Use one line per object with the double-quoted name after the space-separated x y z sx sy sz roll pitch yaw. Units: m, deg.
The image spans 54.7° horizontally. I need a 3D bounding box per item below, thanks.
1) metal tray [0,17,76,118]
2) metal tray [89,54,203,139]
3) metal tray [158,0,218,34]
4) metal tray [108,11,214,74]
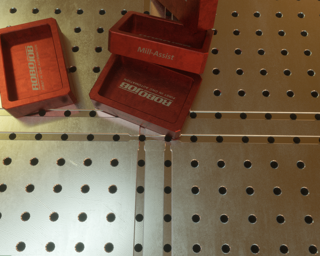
-0.178 -0.088 0.438 0.091 0.030 0.130 -15 71 -6 "metal tray"
-0.018 -0.050 0.427 0.131 0.030 0.090 22 71 7 "metal tray"
0.031 -0.205 0.433 0.030 0.089 0.130 -24 56 -19 "metal tray"
0.005 -0.122 0.430 0.131 0.030 0.090 15 39 5 "metal tray"
